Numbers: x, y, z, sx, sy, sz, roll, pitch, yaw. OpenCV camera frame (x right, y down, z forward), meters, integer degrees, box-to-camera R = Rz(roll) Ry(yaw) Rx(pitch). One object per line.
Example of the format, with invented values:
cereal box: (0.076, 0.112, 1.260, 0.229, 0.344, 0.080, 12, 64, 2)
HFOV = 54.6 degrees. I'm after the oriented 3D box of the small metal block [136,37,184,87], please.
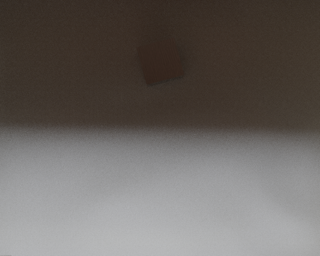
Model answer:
small metal block: (0.001, -0.086, 0.411, 0.050, 0.025, 0.050, -15, 90, 0)
